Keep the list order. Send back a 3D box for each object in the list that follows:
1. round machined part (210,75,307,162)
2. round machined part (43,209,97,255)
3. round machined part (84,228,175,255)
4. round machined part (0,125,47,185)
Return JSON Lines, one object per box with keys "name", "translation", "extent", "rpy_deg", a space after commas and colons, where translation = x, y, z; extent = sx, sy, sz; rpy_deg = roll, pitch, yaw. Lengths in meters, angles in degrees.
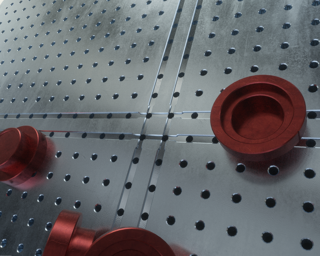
{"name": "round machined part", "translation": [0.109, -0.008, 0.344], "extent": [0.098, 0.042, 0.098], "rpy_deg": [-13, 56, 20]}
{"name": "round machined part", "translation": [-0.098, 0.142, 0.337], "extent": [0.042, 0.098, 0.098], "rpy_deg": [14, 64, -5]}
{"name": "round machined part", "translation": [-0.031, 0.147, 0.302], "extent": [0.099, 0.042, 0.098], "rpy_deg": [3, 75, -9]}
{"name": "round machined part", "translation": [-0.234, 0.038, 0.494], "extent": [0.098, 0.042, 0.098], "rpy_deg": [-13, 56, 20]}
